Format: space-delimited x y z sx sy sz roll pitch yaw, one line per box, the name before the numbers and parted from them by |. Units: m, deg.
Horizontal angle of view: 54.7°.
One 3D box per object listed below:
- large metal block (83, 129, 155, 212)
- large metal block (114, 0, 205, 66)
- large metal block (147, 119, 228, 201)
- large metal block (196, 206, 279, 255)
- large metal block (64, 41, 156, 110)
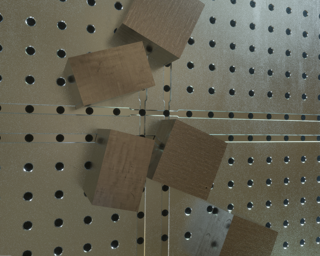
large metal block | -0.051 0.046 0.365 0.050 0.080 0.080 15 85 -20
large metal block | -0.001 -0.139 0.400 0.080 0.050 0.080 28 81 -18
large metal block | 0.031 0.041 0.412 0.080 0.050 0.080 25 82 -19
large metal block | 0.109 0.168 0.442 0.080 0.050 0.080 25 82 -19
large metal block | -0.062 -0.059 0.361 0.081 0.080 0.050 -19 97 -19
